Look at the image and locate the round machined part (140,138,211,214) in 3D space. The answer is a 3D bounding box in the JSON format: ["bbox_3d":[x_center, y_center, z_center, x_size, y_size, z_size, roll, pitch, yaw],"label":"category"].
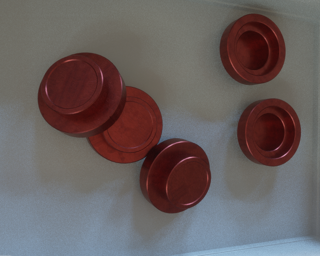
[{"bbox_3d":[0.027,0.065,0.401,0.099,0.042,0.097,-7,104,-30],"label":"round machined part"}]

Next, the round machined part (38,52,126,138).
[{"bbox_3d":[-0.090,-0.041,0.345,0.099,0.042,0.098,-2,74,7],"label":"round machined part"}]

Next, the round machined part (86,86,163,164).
[{"bbox_3d":[-0.042,-0.004,0.387,0.099,0.042,0.097,0,90,-21],"label":"round machined part"}]

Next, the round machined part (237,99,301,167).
[{"bbox_3d":[0.156,0.006,0.461,0.099,0.042,0.097,0,90,-21],"label":"round machined part"}]

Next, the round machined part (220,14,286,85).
[{"bbox_3d":[0.129,-0.111,0.451,0.099,0.042,0.097,0,90,-21],"label":"round machined part"}]
